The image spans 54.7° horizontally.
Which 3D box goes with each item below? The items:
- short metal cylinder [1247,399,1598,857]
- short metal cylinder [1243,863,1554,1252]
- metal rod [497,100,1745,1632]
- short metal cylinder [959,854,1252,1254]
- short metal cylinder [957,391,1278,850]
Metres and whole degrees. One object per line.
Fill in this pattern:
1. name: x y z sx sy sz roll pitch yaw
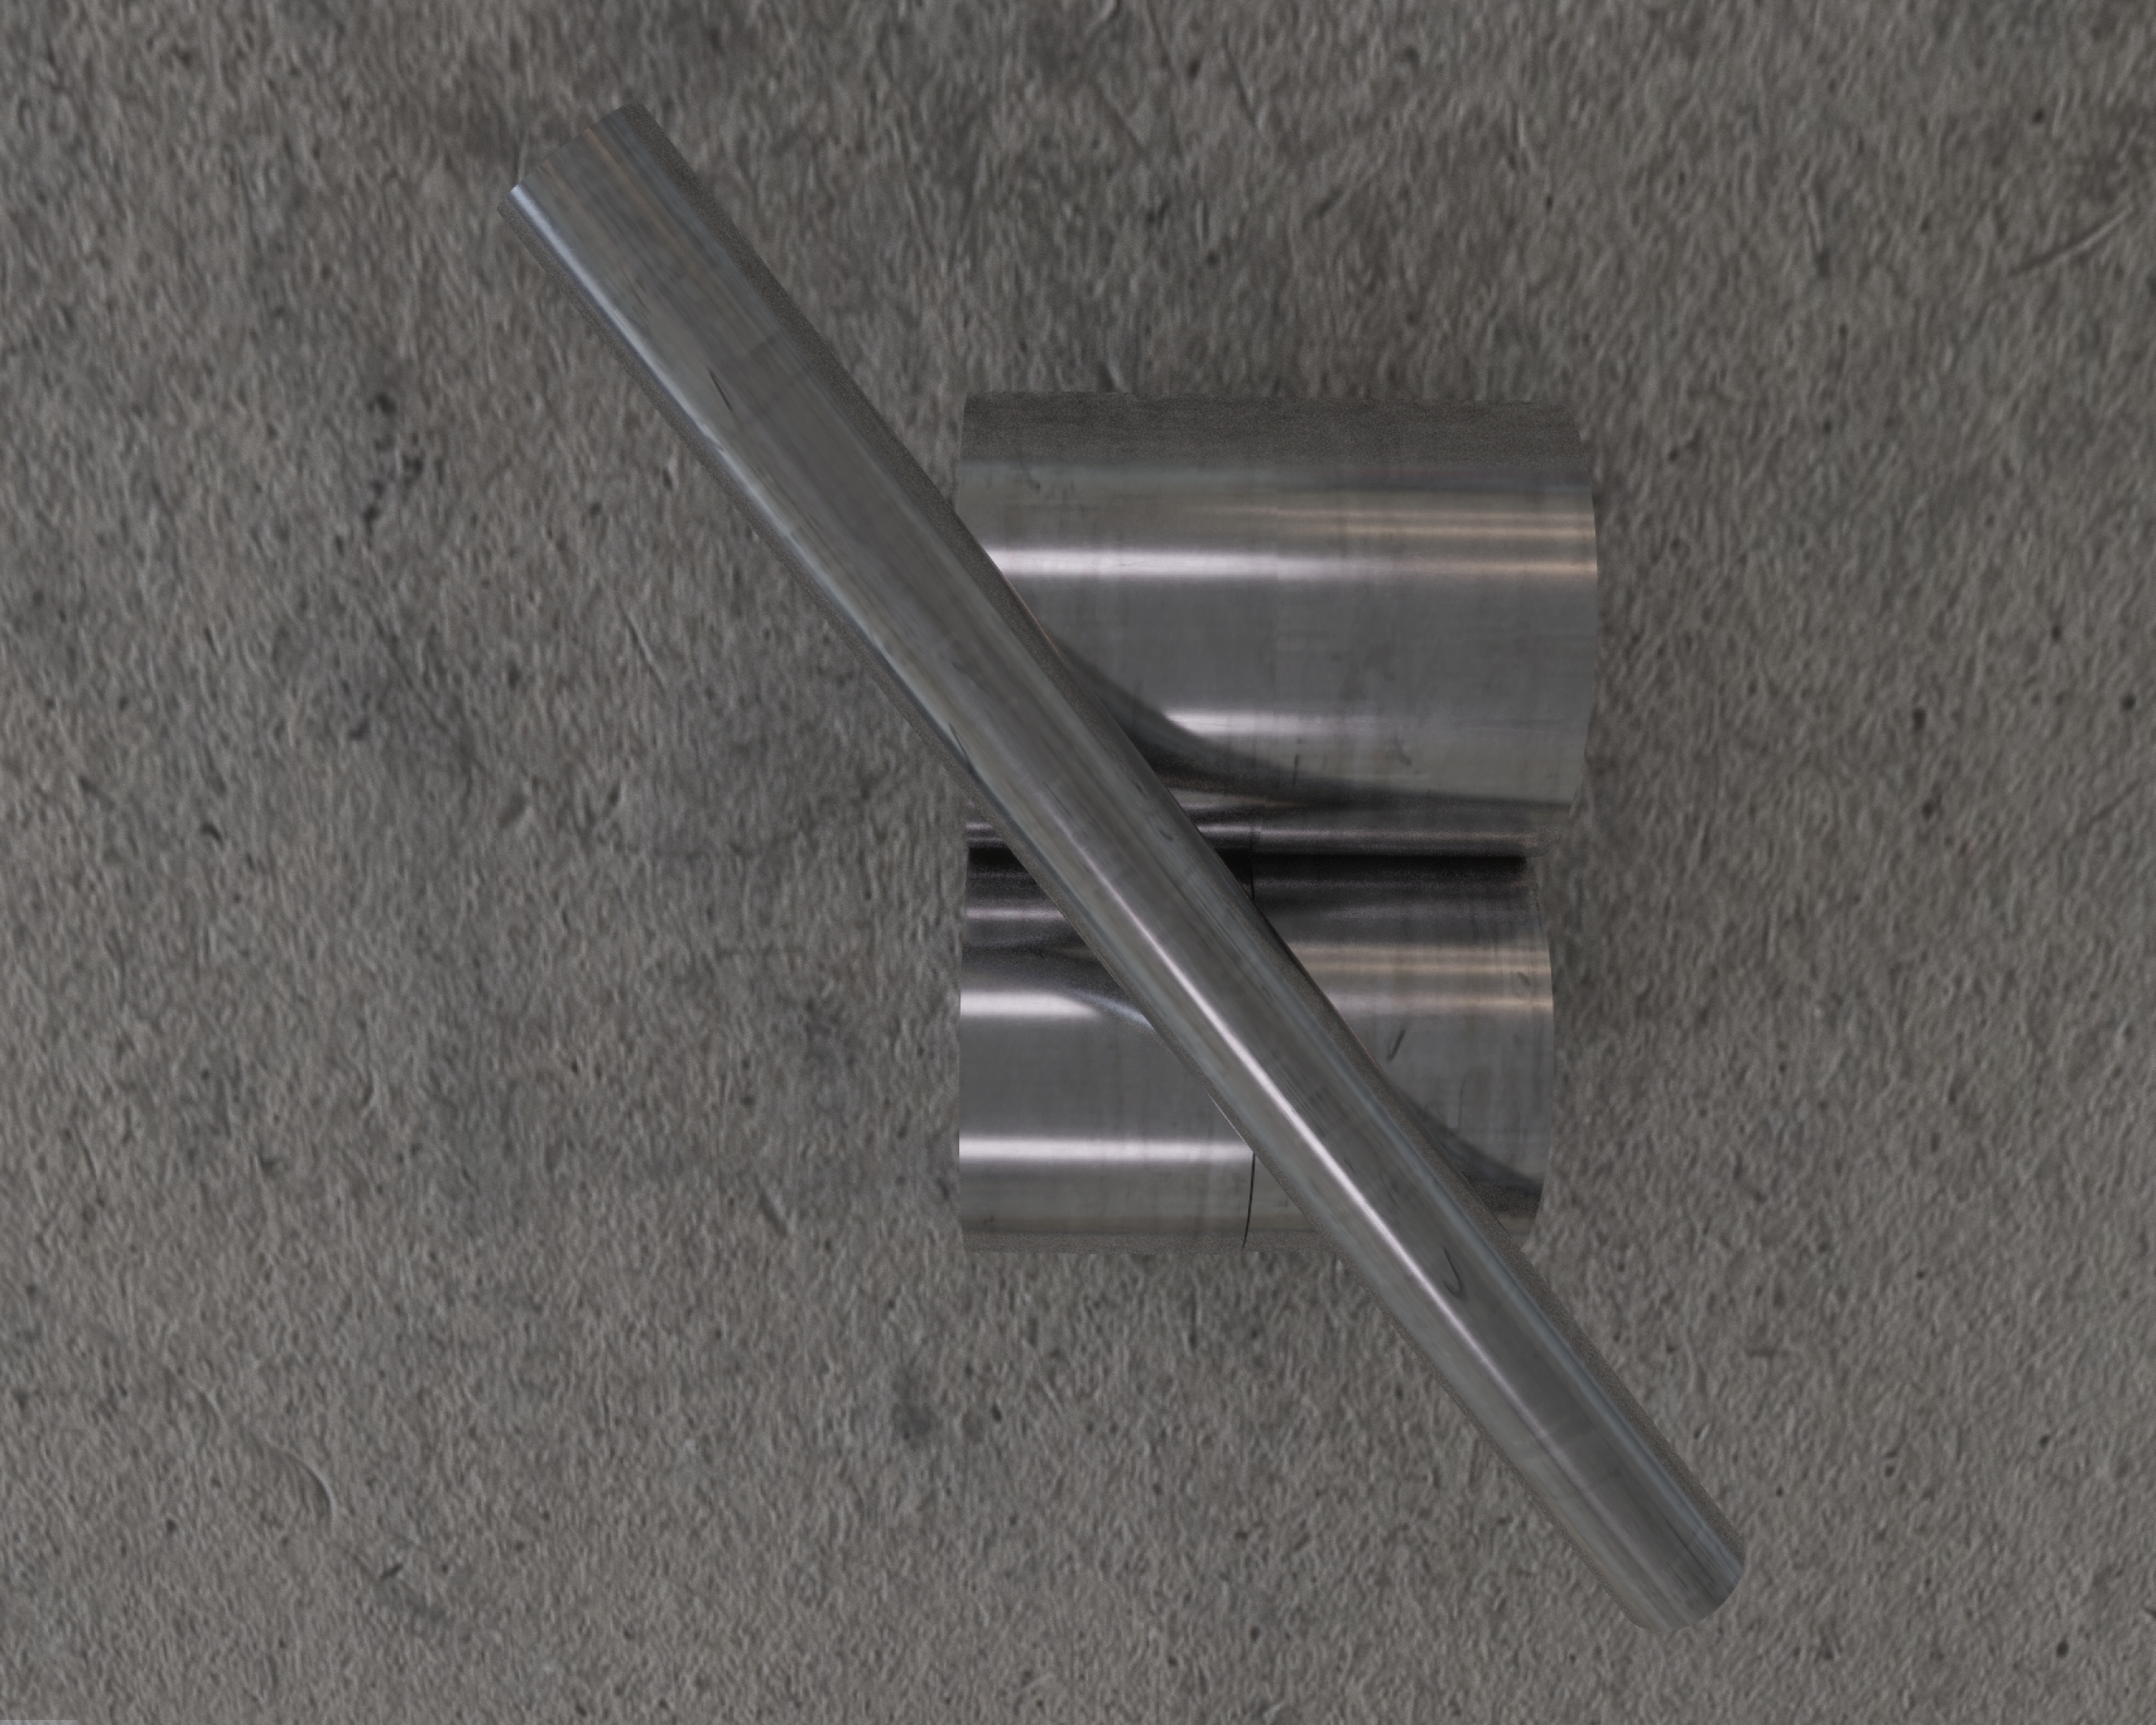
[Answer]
1. short metal cylinder: 0.056 -0.041 0.367 0.050 0.080 0.079 1 110 0
2. short metal cylinder: 0.056 0.033 0.395 0.050 0.080 0.079 1 110 0
3. metal rod: 0.019 0.015 0.331 0.025 0.025 0.300 -35 107 12
4. short metal cylinder: 0.005 0.034 0.394 0.050 0.080 0.079 1 110 0
5. short metal cylinder: 0.006 -0.042 0.366 0.050 0.080 0.079 1 110 0
